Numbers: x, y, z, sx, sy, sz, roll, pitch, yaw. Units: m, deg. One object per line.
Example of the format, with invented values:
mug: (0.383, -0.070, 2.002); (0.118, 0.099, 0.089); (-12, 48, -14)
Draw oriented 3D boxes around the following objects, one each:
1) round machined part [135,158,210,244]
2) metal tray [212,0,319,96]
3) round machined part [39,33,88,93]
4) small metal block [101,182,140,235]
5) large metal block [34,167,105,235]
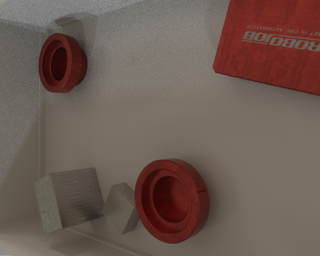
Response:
round machined part: (0.019, 0.086, 0.379); (0.098, 0.042, 0.097); (0, 90, 39)
metal tray: (0.123, -0.085, 0.301); (0.130, 0.030, 0.089); (22, 104, 37)
round machined part: (-0.161, -0.107, 0.525); (0.098, 0.042, 0.097); (0, 90, 39)
small metal block: (-0.053, 0.116, 0.448); (0.050, 0.025, 0.050); (37, 112, 33)
large metal block: (-0.139, 0.111, 0.482); (0.050, 0.081, 0.080); (-29, 72, 36)
